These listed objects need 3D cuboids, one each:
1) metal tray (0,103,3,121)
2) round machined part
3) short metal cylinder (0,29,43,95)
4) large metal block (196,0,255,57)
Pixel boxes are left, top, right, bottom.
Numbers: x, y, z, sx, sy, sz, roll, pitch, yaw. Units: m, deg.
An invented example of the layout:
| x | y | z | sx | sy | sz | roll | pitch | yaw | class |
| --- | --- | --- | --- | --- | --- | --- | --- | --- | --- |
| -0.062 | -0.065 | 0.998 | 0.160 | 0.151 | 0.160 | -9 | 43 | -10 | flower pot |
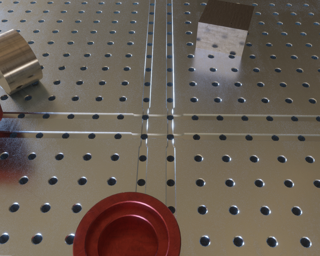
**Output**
| x | y | z | sx | sy | sz | roll | pitch | yaw | class |
| --- | --- | --- | --- | --- | --- | --- | --- | --- | --- |
| -0.246 | -0.028 | 0.391 | 0.090 | 0.030 | 0.130 | -49 | 54 | 18 | metal tray |
| -0.030 | 0.115 | 0.299 | 0.099 | 0.042 | 0.098 | 0 | 50 | 0 | round machined part |
| -0.217 | -0.095 | 0.450 | 0.050 | 0.080 | 0.080 | -37 | 59 | -27 | short metal cylinder |
| 0.114 | -0.176 | 0.540 | 0.080 | 0.050 | 0.080 | 14 | 51 | 12 | large metal block |
